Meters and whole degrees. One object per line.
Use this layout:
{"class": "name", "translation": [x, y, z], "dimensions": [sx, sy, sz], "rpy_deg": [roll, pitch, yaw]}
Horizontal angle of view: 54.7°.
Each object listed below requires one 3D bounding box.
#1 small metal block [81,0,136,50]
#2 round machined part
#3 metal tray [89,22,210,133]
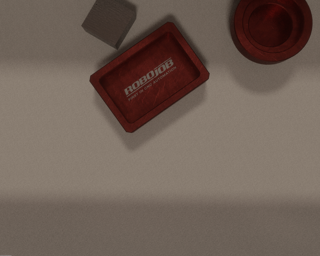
{"class": "small metal block", "translation": [-0.067, -0.140, 0.410], "dimensions": [0.050, 0.025, 0.050], "rpy_deg": [30, 90, -1]}
{"class": "round machined part", "translation": [0.140, -0.131, 0.405], "dimensions": [0.099, 0.042, 0.097], "rpy_deg": [0, 90, -1]}
{"class": "metal tray", "translation": [-0.013, -0.065, 0.408], "dimensions": [0.130, 0.030, 0.090], "rpy_deg": [-35, 90, -1]}
